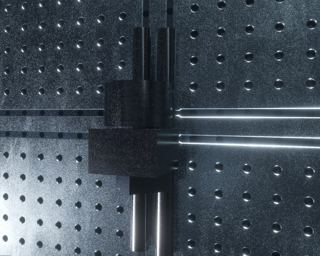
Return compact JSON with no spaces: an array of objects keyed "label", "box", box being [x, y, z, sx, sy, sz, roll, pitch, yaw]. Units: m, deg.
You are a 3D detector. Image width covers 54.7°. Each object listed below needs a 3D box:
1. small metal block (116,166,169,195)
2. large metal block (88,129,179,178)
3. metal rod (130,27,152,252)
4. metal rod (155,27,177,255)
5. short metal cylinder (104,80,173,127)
[{"label":"small metal block","box":[-0.022,0.063,0.382,0.050,0.050,0.025,1,91,-25]},{"label":"large metal block","box":[-0.027,0.026,0.366,0.080,0.080,0.050,1,90,19]},{"label":"metal rod","box":[-0.026,0.015,0.422,0.025,0.025,0.298,1,90,19]},{"label":"metal rod","box":[0.007,0.020,0.410,0.025,0.025,0.298,1,90,19]},{"label":"short metal cylinder","box":[-0.025,-0.027,0.369,0.080,0.080,0.050,1,91,19]}]
